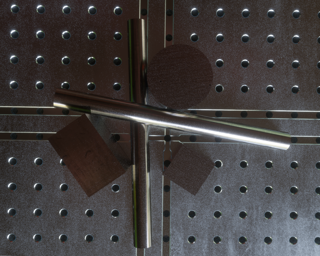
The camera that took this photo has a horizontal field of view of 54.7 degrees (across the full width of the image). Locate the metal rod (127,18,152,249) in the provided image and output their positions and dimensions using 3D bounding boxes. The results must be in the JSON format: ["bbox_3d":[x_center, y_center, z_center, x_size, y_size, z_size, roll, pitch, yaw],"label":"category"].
[{"bbox_3d":[-0.027,0.007,0.413,0.025,0.025,0.298,-2,90,-1],"label":"metal rod"}]

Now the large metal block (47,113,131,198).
[{"bbox_3d":[-0.082,0.030,0.384,0.050,0.080,0.080,-35,90,0],"label":"large metal block"}]

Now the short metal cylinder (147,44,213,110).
[{"bbox_3d":[0.024,-0.062,0.401,0.081,0.050,0.079,0,90,-1],"label":"short metal cylinder"}]

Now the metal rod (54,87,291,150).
[{"bbox_3d":[0.022,-0.009,0.395,0.302,0.025,0.025,11,90,-8],"label":"metal rod"}]

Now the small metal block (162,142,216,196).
[{"bbox_3d":[0.038,0.054,0.415,0.050,0.025,0.050,33,90,-1],"label":"small metal block"}]
